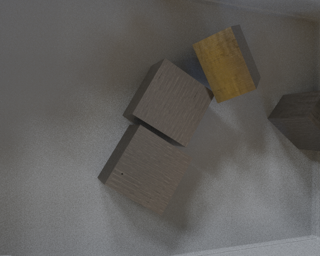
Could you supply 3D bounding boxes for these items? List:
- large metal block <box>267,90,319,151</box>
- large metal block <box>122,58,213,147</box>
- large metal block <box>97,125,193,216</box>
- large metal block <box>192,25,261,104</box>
[{"bbox_3d":[0.228,-0.009,0.468,0.080,0.080,0.050,40,77,-16],"label":"large metal block"},{"bbox_3d":[0.011,-0.030,0.402,0.080,0.050,0.080,32,79,-18],"label":"large metal block"},{"bbox_3d":[-0.019,0.051,0.391,0.080,0.050,0.080,33,79,-17],"label":"large metal block"},{"bbox_3d":[0.092,-0.087,0.410,0.080,0.050,0.080,65,27,-9],"label":"large metal block"}]
